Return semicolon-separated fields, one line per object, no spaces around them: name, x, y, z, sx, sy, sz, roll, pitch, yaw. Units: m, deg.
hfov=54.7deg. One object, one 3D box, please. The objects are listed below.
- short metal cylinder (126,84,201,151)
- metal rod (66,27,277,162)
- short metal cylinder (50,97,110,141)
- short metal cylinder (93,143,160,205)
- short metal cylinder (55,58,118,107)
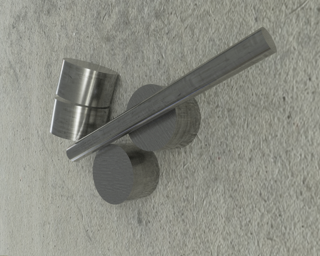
short metal cylinder;0.003;-0.012;0.386;0.080;0.050;0.080;0;90;40
metal rod;-0.014;-0.019;0.351;0.299;0.025;0.025;-27;73;36
short metal cylinder;-0.121;-0.015;0.469;0.080;0.081;0.050;21;103;38
short metal cylinder;-0.047;0.061;0.428;0.080;0.050;0.080;0;90;40
short metal cylinder;-0.108;-0.068;0.458;0.080;0.081;0.050;28;108;36
